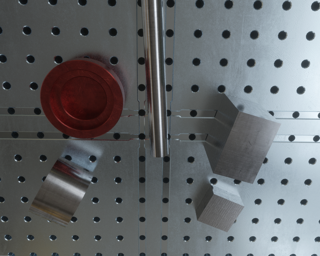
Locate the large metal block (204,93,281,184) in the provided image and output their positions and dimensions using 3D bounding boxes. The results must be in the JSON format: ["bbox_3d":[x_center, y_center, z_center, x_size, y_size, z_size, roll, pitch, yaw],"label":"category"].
[{"bbox_3d":[0.098,0.010,0.389,0.050,0.080,0.079,16,109,-6],"label":"large metal block"}]

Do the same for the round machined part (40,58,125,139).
[{"bbox_3d":[-0.093,-0.039,0.389,0.099,0.042,0.097,0,110,-1],"label":"round machined part"}]

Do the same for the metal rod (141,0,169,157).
[{"bbox_3d":[-0.007,-0.104,0.374,0.025,0.025,0.298,-3,110,0],"label":"metal rod"}]

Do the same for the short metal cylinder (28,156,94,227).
[{"bbox_3d":[-0.130,0.084,0.413,0.050,0.080,0.080,29,107,-10],"label":"short metal cylinder"}]

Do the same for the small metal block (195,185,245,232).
[{"bbox_3d":[0.088,0.119,0.459,0.050,0.025,0.050,24,108,-9],"label":"small metal block"}]
